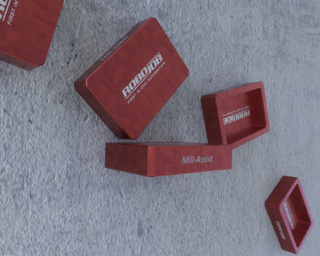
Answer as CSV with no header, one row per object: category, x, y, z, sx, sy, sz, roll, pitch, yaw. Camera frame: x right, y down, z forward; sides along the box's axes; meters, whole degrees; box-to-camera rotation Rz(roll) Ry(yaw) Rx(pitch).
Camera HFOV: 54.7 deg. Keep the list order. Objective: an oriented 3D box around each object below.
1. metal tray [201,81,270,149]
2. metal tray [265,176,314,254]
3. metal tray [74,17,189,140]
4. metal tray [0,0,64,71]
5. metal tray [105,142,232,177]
metal tray,0.127,-0.021,0.507,0.131,0.030,0.089,-19,102,-38
metal tray,0.261,0.173,0.620,0.090,0.030,0.130,-40,115,-32
metal tray,-0.028,-0.061,0.378,0.130,0.030,0.090,-52,120,-27
metal tray,-0.138,-0.130,0.285,0.091,0.030,0.129,21,77,-38
metal tray,0.012,0.034,0.372,0.131,0.090,0.030,2,89,-40
